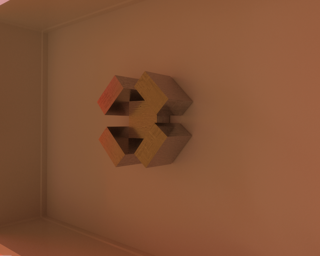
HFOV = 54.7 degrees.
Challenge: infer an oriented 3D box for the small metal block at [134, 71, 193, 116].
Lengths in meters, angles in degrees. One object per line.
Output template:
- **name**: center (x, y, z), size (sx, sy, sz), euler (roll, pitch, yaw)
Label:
- **small metal block**: center (0.005, -0.042, 0.384), size (0.025, 0.050, 0.050), euler (-52, 61, 27)

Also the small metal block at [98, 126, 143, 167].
- **small metal block**: center (-0.048, 0.024, 0.428), size (0.050, 0.050, 0.025), euler (53, 122, 27)

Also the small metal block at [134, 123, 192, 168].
- **small metal block**: center (0.004, 0.021, 0.384), size (0.025, 0.050, 0.050), euler (47, 117, 28)

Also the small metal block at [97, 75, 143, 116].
- **small metal block**: center (-0.050, -0.043, 0.429), size (0.050, 0.050, 0.025), euler (-50, 60, 29)

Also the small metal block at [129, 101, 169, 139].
- **small metal block**: center (-0.015, -0.011, 0.417), size (0.050, 0.025, 0.050), euler (1, 91, 40)
